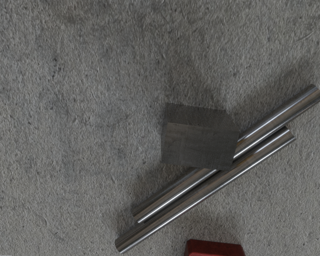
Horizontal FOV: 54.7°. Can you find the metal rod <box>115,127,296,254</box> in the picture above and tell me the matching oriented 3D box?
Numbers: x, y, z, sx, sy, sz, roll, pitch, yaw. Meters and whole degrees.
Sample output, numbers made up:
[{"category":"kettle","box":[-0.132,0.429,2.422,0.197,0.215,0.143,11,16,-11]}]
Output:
[{"category":"metal rod","box":[0.056,0.094,0.445,0.300,0.025,0.025,-37,106,12]}]

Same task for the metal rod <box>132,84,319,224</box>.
[{"category":"metal rod","box":[0.084,0.042,0.426,0.300,0.025,0.025,-37,106,12]}]

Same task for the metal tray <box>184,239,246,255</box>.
[{"category":"metal tray","box":[0.078,0.245,0.498,0.091,0.030,0.129,8,110,-4]}]

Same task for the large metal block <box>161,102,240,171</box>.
[{"category":"large metal block","box":[0.045,0.008,0.384,0.081,0.080,0.050,7,110,-3]}]
